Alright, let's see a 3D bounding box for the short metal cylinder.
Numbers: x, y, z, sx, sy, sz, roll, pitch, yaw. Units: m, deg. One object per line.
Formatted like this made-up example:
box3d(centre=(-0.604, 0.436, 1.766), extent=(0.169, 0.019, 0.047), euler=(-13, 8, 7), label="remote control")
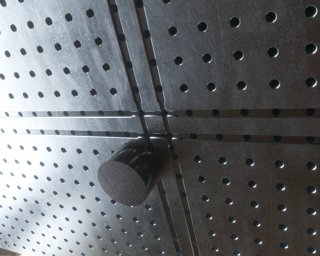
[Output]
box3d(centre=(-0.044, 0.068, 0.459), extent=(0.080, 0.050, 0.079), euler=(13, 124, 20), label="short metal cylinder")
